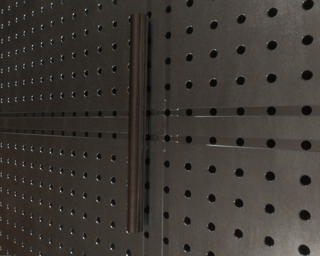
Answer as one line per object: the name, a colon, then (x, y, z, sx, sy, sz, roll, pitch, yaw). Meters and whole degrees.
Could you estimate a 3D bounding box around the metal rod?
metal rod: (-0.031, -0.006, 0.433, 0.025, 0.025, 0.298, 2, 91, 39)
